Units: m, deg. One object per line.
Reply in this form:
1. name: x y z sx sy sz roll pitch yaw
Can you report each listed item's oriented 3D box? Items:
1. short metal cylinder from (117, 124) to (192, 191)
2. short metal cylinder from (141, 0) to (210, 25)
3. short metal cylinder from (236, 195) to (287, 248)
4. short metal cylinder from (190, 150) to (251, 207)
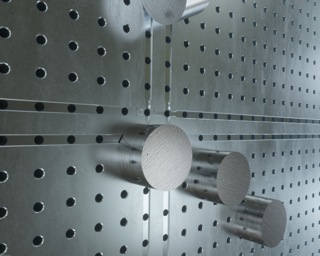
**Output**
1. short metal cylinder: -0.006 0.035 0.388 0.081 0.050 0.079 0 90 -40
2. short metal cylinder: 0.019 -0.176 0.388 0.050 0.080 0.080 -34 111 -35
3. short metal cylinder: 0.178 0.161 0.542 0.081 0.050 0.079 0 90 -40
4. short metal cylinder: 0.092 0.074 0.470 0.081 0.050 0.079 0 90 -40
